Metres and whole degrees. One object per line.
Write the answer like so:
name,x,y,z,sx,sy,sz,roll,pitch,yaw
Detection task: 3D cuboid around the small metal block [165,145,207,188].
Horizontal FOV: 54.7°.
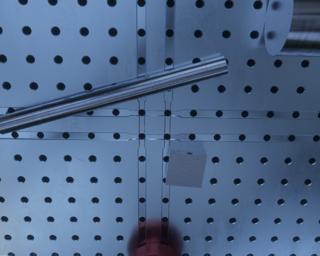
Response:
small metal block,0.035,0.054,0.434,0.050,0.025,0.050,6,110,-3

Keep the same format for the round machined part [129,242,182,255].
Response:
round machined part,-0.007,0.221,0.486,0.099,0.042,0.097,0,110,-1

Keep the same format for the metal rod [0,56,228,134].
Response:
metal rod,-0.064,-0.041,0.397,0.301,0.025,0.025,-14,110,4

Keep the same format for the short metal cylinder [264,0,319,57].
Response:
short metal cylinder,0.155,-0.120,0.342,0.050,0.080,0.079,2,110,-1
